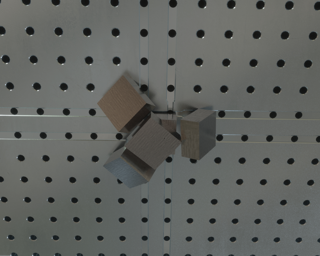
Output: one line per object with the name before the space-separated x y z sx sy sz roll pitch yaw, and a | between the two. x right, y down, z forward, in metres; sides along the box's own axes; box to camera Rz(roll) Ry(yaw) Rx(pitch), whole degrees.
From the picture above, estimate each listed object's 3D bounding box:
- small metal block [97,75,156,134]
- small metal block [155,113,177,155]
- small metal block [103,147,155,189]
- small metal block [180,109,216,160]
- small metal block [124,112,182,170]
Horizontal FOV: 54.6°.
small metal block | -0.042 -0.029 0.389 0.050 0.025 0.050 -45 69 14
small metal block | -0.004 0.007 0.416 0.050 0.025 0.050 1 113 -1
small metal block | -0.041 0.052 0.419 0.050 0.025 0.050 43 142 -14
small metal block | 0.050 0.007 0.400 0.025 0.050 0.050 10 114 31
small metal block | -0.009 0.016 0.392 0.050 0.025 0.050 39 105 -14
